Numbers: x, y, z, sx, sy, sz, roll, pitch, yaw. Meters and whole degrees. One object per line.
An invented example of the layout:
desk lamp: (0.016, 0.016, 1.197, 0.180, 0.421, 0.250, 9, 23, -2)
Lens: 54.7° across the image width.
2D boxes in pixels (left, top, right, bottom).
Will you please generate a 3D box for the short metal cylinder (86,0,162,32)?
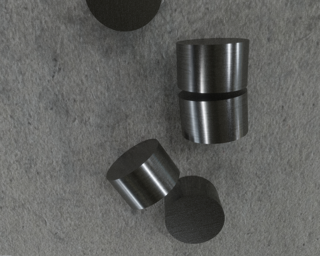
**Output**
short metal cylinder: (-0.038, -0.149, 0.341, 0.081, 0.050, 0.079, 0, 110, -1)

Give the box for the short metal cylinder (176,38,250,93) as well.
short metal cylinder: (0.059, -0.074, 0.354, 0.081, 0.080, 0.050, -3, 110, 0)

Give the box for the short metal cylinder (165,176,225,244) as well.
short metal cylinder: (0.047, 0.115, 0.440, 0.081, 0.050, 0.079, 0, 110, -1)

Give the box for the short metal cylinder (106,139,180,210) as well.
short metal cylinder: (-0.022, 0.058, 0.402, 0.080, 0.080, 0.050, -32, 107, 10)

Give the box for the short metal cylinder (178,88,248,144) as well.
short metal cylinder: (0.065, -0.020, 0.374, 0.080, 0.080, 0.050, -6, 110, 2)
